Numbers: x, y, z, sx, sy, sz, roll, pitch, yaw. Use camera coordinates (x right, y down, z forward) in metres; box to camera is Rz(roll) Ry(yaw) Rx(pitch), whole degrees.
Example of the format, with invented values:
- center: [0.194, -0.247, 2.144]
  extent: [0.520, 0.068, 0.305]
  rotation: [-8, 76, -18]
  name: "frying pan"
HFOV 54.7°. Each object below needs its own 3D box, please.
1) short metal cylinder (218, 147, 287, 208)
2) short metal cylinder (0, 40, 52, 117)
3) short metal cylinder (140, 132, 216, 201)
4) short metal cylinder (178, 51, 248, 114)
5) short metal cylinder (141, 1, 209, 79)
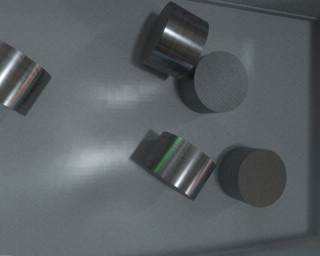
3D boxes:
- center: [0.132, 0.068, 0.446]
  extent: [0.081, 0.050, 0.080]
  rotation: [0, 90, -20]
  name: "short metal cylinder"
- center: [-0.163, -0.054, 0.321]
  extent: [0.080, 0.080, 0.050]
  rotation: [33, 80, -17]
  name: "short metal cylinder"
- center: [0.022, 0.048, 0.389]
  extent: [0.080, 0.080, 0.050]
  rotation: [38, 78, -16]
  name: "short metal cylinder"
- center: [0.072, -0.060, 0.423]
  extent: [0.081, 0.050, 0.080]
  rotation: [0, 90, -20]
  name: "short metal cylinder"
- center: [0.017, -0.108, 0.387]
  extent: [0.050, 0.080, 0.080]
  rotation: [23, 82, -19]
  name: "short metal cylinder"
